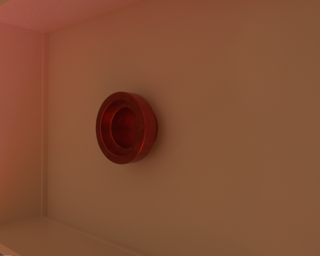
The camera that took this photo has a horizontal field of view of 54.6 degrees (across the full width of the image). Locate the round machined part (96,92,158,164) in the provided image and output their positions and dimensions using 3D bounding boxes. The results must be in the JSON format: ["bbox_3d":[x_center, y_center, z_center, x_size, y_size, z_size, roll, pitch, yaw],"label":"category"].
[{"bbox_3d":[-0.042,0.000,0.432,0.098,0.042,0.097,0,90,40],"label":"round machined part"}]
